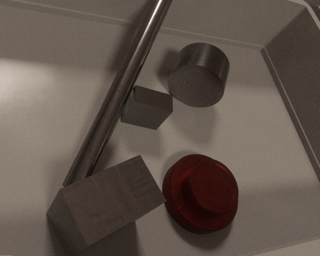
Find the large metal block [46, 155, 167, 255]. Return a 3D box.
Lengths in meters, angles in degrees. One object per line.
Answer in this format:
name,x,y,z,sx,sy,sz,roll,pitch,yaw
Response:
large metal block,-0.054,0.076,0.296,0.081,0.080,0.050,-21,74,-36

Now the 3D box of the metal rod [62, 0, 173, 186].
metal rod,-0.040,-0.064,0.382,0.025,0.025,0.300,27,65,-12

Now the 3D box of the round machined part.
round machined part,0.056,0.076,0.380,0.099,0.042,0.098,14,56,-21

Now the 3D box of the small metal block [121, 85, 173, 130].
small metal block,-0.017,-0.025,0.397,0.050,0.050,0.025,13,56,-22

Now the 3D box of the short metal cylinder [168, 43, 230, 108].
short metal cylinder,0.057,-0.075,0.449,0.080,0.080,0.050,29,52,-11
